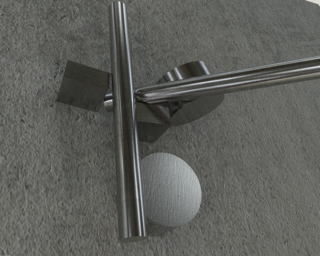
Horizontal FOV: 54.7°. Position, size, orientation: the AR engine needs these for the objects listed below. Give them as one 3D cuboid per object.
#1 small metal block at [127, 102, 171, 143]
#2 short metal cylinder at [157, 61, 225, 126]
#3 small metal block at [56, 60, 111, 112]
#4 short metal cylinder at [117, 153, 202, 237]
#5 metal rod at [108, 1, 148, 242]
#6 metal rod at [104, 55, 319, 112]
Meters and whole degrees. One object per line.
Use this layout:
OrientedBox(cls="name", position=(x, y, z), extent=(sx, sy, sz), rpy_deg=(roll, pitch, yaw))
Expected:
OrientedBox(cls="small metal block", position=(-0.021, -0.005, 0.380), extent=(0.050, 0.050, 0.025), rpy_deg=(7, 59, -25))
OrientedBox(cls="short metal cylinder", position=(0.039, -0.045, 0.417), extent=(0.081, 0.080, 0.050), rpy_deg=(-13, 69, -34))
OrientedBox(cls="small metal block", position=(-0.091, -0.048, 0.368), extent=(0.050, 0.050, 0.025), rpy_deg=(15, 55, -19))
OrientedBox(cls="short metal cylinder", position=(-0.002, 0.074, 0.342), extent=(0.081, 0.050, 0.080), rpy_deg=(14, 56, -21))
OrientedBox(cls="metal rod", position=(-0.040, -0.032, 0.343), extent=(0.025, 0.025, 0.299), rpy_deg=(8, 57, -24))
OrientedBox(cls="metal rod", position=(0.081, -0.052, 0.352), extent=(0.301, 0.025, 0.025), rpy_deg=(-8, 58, 13))
